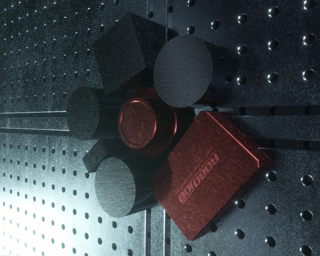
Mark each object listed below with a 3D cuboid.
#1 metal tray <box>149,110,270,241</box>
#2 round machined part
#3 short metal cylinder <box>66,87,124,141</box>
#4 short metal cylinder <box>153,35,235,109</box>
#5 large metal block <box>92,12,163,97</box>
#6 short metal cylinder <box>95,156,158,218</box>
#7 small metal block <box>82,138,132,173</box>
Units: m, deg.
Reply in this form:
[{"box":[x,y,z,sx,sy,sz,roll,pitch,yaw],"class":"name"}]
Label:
[{"box":[0.051,0.055,0.363,0.090,0.030,0.129,48,118,29],"class":"metal tray"},{"box":[-0.018,-0.007,0.412,0.098,0.042,0.097,0,90,40],"class":"round machined part"},{"box":[-0.098,-0.021,0.473,0.080,0.050,0.080,0,90,40],"class":"short metal cylinder"},{"box":[0.039,-0.062,0.360,0.080,0.050,0.080,0,90,40],"class":"short metal cylinder"},{"box":[-0.041,-0.096,0.427,0.080,0.050,0.080,-27,73,37],"class":"large metal block"},{"box":[-0.045,0.079,0.430,0.080,0.050,0.080,0,90,40],"class":"short metal cylinder"},{"box":[-0.077,0.040,0.456,0.050,0.050,0.025,-45,63,31],"class":"small metal block"}]
